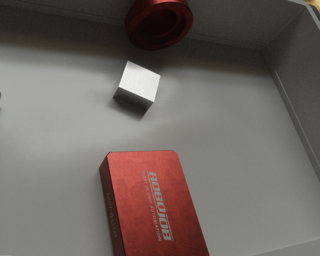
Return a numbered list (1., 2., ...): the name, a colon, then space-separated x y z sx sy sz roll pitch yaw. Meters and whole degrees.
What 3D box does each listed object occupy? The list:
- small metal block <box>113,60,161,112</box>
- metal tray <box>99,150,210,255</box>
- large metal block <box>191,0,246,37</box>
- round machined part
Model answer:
1. small metal block: -0.031 -0.058 0.425 0.050 0.025 0.050 23 53 -15
2. metal tray: -0.009 0.088 0.338 0.091 0.030 0.130 1 56 -28
3. large metal block: 0.112 -0.237 0.599 0.080 0.050 0.080 34 51 -6
4. round machined part: -0.004 -0.163 0.458 0.099 0.097 0.042 -4 64 -30
